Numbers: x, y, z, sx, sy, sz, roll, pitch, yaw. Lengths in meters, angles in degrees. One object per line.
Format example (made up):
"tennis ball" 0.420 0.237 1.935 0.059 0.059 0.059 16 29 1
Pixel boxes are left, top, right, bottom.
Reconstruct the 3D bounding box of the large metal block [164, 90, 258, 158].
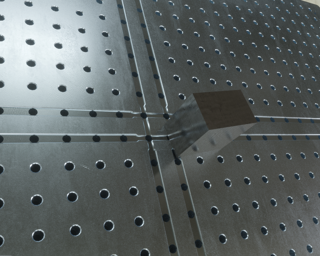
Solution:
"large metal block" 0.064 -0.005 0.410 0.081 0.080 0.050 -8 66 -32
